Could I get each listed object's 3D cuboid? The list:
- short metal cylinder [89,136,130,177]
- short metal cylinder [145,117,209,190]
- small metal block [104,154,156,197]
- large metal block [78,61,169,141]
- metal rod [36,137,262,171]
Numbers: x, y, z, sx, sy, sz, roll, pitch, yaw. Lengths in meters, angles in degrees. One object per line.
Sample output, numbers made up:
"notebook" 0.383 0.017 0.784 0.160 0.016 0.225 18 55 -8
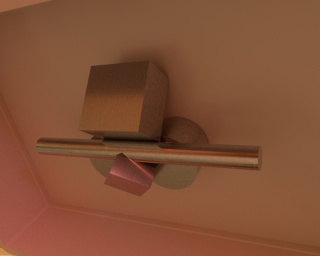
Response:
"short metal cylinder" -0.054 0.031 0.437 0.080 0.050 0.079 13 124 20
"short metal cylinder" 0.018 0.032 0.400 0.080 0.050 0.079 13 124 20
"small metal block" -0.038 0.060 0.384 0.050 0.025 0.050 21 151 -8
"large metal block" -0.041 -0.029 0.366 0.080 0.050 0.080 1 76 27
"metal rod" -0.034 0.028 0.376 0.301 0.025 0.025 1 119 27
